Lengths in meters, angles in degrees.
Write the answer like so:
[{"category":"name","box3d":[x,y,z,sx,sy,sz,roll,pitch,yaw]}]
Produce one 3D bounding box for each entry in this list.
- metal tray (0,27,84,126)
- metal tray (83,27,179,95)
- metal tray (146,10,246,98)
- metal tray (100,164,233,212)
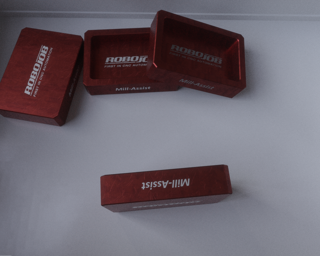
[{"category":"metal tray","box3d":[-0.164,-0.073,0.432,0.090,0.030,0.130,10,70,3]},{"category":"metal tray","box3d":[-0.040,-0.096,0.441,0.131,0.030,0.090,-3,70,-1]},{"category":"metal tray","box3d":[0.051,-0.098,0.418,0.131,0.030,0.090,11,67,-17]},{"category":"metal tray","box3d":[0.006,0.071,0.349,0.131,0.090,0.030,-5,70,-2]}]
